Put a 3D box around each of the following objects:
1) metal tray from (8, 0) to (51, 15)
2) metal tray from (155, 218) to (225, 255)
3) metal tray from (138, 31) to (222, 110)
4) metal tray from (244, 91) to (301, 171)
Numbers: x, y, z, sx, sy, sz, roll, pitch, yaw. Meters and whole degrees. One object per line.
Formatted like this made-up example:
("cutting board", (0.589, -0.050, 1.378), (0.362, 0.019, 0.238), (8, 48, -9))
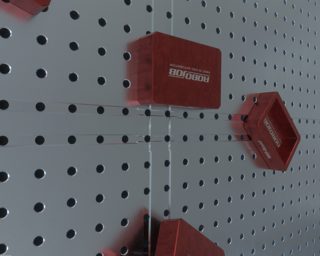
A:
("metal tray", (-0.132, -0.189, 0.294), (0.090, 0.030, 0.130), (26, 74, -37))
("metal tray", (0.042, 0.188, 0.414), (0.130, 0.030, 0.090), (45, 42, -36))
("metal tray", (0.032, -0.074, 0.431), (0.131, 0.030, 0.090), (1, 89, -40))
("metal tray", (0.215, 0.007, 0.583), (0.130, 0.030, 0.090), (51, 60, -28))
